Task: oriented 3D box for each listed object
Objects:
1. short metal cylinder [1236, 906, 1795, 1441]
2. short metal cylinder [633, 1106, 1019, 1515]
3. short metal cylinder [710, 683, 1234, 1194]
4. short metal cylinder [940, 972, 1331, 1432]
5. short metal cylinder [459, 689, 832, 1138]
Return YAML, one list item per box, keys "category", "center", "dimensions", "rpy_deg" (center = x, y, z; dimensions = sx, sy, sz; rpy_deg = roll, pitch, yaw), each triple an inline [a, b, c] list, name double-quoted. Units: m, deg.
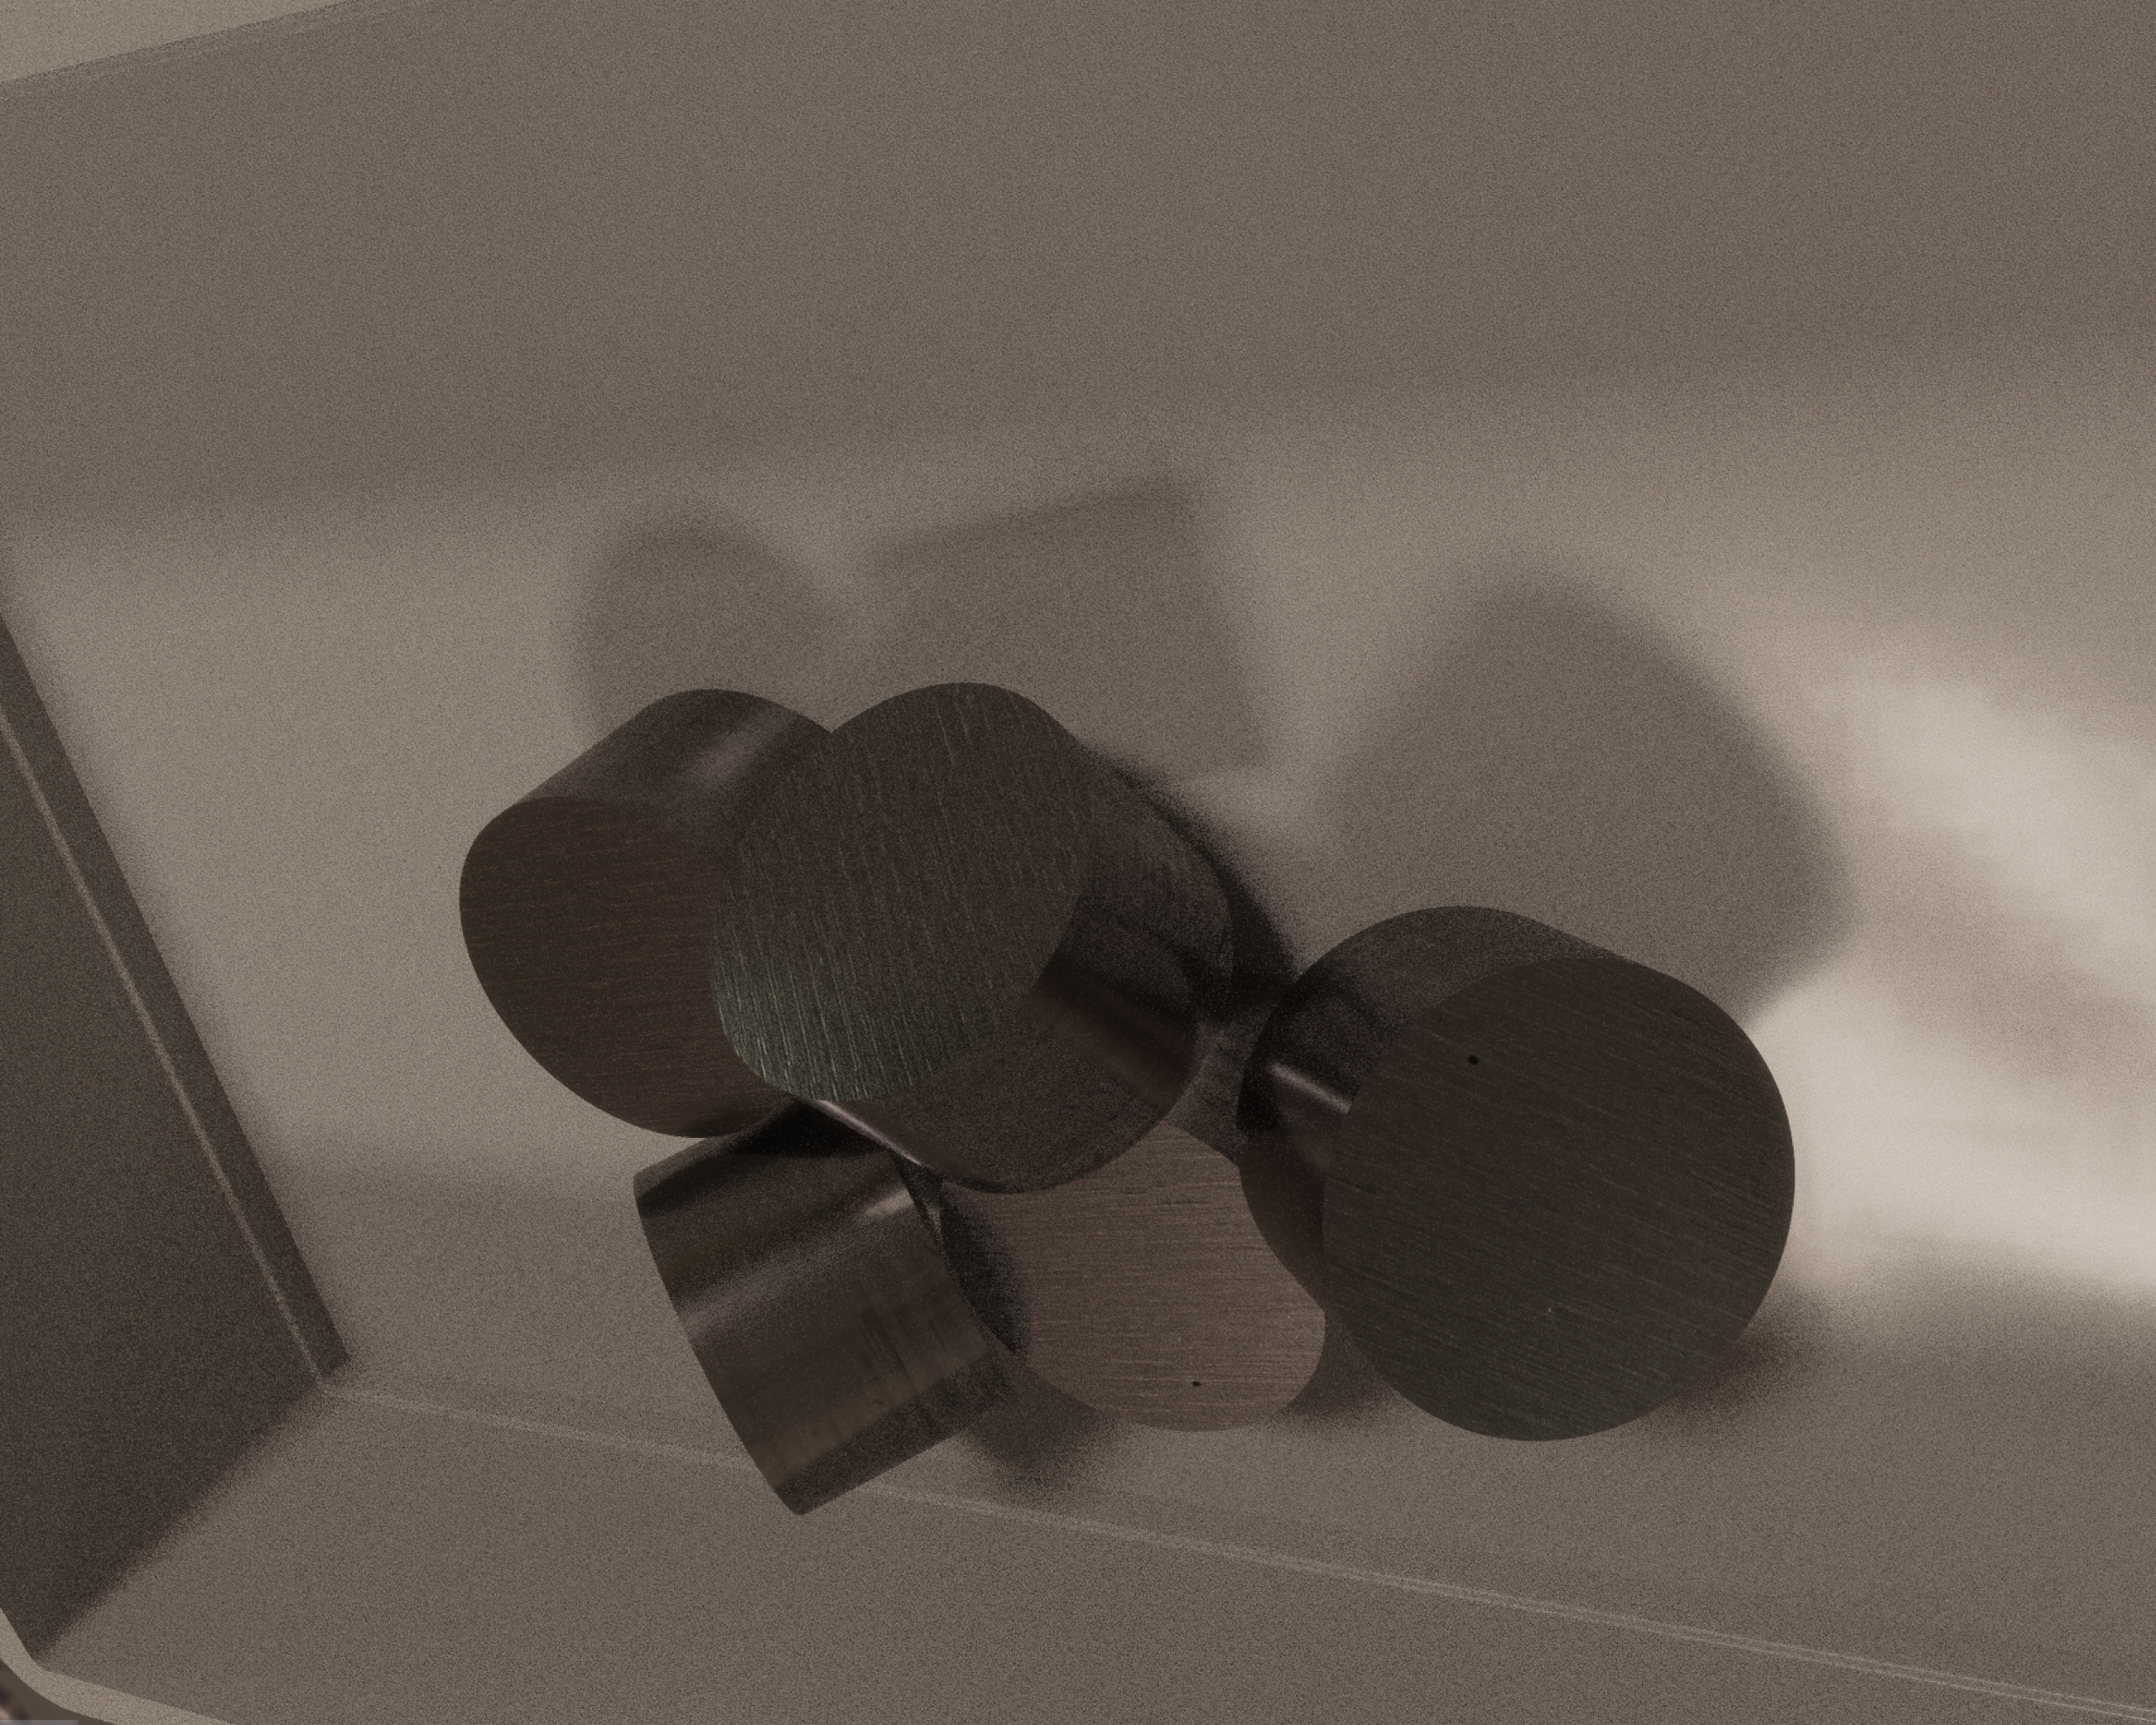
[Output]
- category: "short metal cylinder"
  center: [0.073, 0.051, 0.356]
  dimensions: [0.081, 0.050, 0.079]
  rpy_deg: [-2, 98, -11]
- category: "short metal cylinder"
  center: [-0.053, 0.090, 0.445]
  dimensions: [0.050, 0.080, 0.080]
  rpy_deg: [-27, 109, -7]
- category: "short metal cylinder"
  center: [-0.019, 0.014, 0.379]
  dimensions: [0.080, 0.080, 0.050]
  rpy_deg: [-8, 150, 31]
- category: "short metal cylinder"
  center: [0.020, 0.067, 0.420]
  dimensions: [0.080, 0.050, 0.079]
  rpy_deg: [13, 124, 20]
- category: "short metal cylinder"
  center: [-0.080, 0.010, 0.436]
  dimensions: [0.080, 0.050, 0.079]
  rpy_deg: [13, 124, 20]
